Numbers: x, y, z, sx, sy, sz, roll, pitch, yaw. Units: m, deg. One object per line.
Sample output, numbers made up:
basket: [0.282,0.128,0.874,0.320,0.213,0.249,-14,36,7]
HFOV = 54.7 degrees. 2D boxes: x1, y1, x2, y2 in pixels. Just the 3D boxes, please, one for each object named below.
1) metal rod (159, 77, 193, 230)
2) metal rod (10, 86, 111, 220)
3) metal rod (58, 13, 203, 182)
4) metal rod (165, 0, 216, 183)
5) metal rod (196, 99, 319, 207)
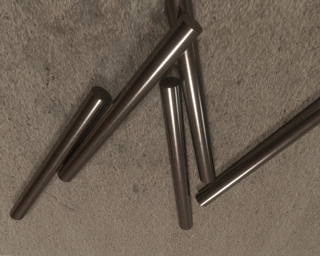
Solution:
metal rod: [0.029,0.059,0.458,0.025,0.025,0.298,-6,130,4]
metal rod: [-0.157,0.052,0.449,0.025,0.025,0.299,28,125,-22]
metal rod: [-0.056,-0.014,0.376,0.025,0.025,0.299,28,130,-22]
metal rod: [0.042,-0.037,0.376,0.025,0.025,0.298,-9,130,7]
metal rod: [0.157,0.026,0.431,0.025,0.025,0.299,29,124,-23]
